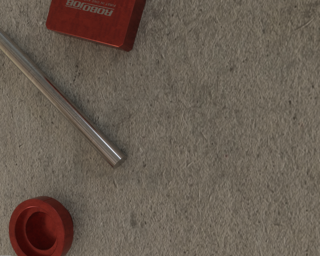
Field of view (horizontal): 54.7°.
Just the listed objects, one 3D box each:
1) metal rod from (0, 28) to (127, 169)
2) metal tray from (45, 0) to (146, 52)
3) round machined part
[{"bbox_3d":[-0.160,-0.052,0.463,0.300,0.025,0.025,44,103,14],"label":"metal rod"},{"bbox_3d":[-0.091,-0.168,0.437,0.130,0.030,0.089,19,96,18],"label":"metal tray"},{"bbox_3d":[-0.169,0.149,0.458,0.098,0.042,0.097,0,90,19],"label":"round machined part"}]
